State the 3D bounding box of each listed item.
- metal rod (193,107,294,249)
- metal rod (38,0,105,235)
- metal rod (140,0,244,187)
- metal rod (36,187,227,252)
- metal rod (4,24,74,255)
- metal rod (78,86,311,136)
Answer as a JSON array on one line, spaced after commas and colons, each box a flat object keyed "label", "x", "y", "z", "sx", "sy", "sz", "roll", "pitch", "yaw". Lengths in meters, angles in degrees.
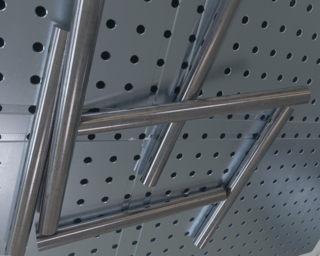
[{"label": "metal rod", "x": 0.139, "y": 0.091, "z": 0.542, "sx": 0.025, "sy": 0.025, "sz": 0.298, "roll": 16, "pitch": 110, "yaw": -35}, {"label": "metal rod", "x": -0.102, "y": 0.005, "z": 0.334, "sx": 0.025, "sy": 0.025, "sz": 0.298, "roll": 2, "pitch": 122, "yaw": -30}, {"label": "metal rod", "x": 0.040, "y": -0.051, "z": 0.400, "sx": 0.025, "sy": 0.025, "sz": 0.298, "roll": 11, "pitch": 113, "yaw": -33}, {"label": "metal rod", "x": -0.028, "y": 0.134, "z": 0.477, "sx": 0.302, "sy": 0.025, "sz": 0.025, "roll": -8, "pitch": 122, "yaw": -24}, {"label": "metal rod", "x": -0.141, "y": 0.034, "z": 0.354, "sx": 0.025, "sy": 0.025, "sz": 0.298, "roll": 7, "pitch": 115, "yaw": -32}, {"label": "metal rod", "x": 0.047, "y": -0.024, "z": 0.386, "sx": 0.302, "sy": 0.025, "sz": 0.025, "roll": -8, "pitch": 123, "yaw": -11}]
